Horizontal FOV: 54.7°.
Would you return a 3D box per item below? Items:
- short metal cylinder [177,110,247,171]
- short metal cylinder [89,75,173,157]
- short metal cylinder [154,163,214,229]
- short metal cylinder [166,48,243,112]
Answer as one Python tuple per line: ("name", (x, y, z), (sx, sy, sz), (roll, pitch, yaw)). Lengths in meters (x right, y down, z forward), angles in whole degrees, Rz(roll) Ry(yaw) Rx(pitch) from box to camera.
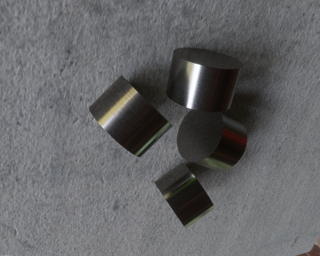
("short metal cylinder", (0.069, 0.013, 0.419), (0.050, 0.080, 0.080), (23, 106, -37))
("short metal cylinder", (-0.032, -0.013, 0.347), (0.050, 0.080, 0.080), (-45, 130, 3))
("short metal cylinder", (0.035, 0.098, 0.453), (0.050, 0.080, 0.080), (-34, 129, -6))
("short metal cylinder", (0.051, -0.059, 0.364), (0.081, 0.080, 0.050), (-4, 121, -27))
